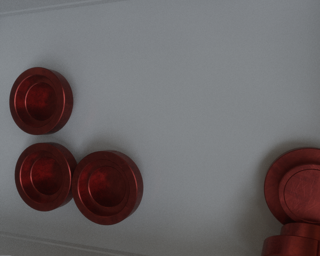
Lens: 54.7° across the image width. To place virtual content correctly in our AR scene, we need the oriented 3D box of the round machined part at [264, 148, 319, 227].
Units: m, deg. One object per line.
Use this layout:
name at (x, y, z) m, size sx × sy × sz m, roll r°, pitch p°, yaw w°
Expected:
round machined part at (0.167, 0.071, 0.342) m, size 0.098 × 0.042 × 0.097 m, roll 0°, pitch 90°, yaw 20°

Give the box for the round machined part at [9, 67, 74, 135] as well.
round machined part at (-0.170, -0.038, 0.462) m, size 0.098 × 0.042 × 0.097 m, roll 0°, pitch 90°, yaw 20°

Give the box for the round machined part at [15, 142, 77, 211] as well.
round machined part at (-0.161, 0.070, 0.458) m, size 0.098 × 0.042 × 0.097 m, roll 0°, pitch 90°, yaw 20°

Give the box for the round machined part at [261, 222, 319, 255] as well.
round machined part at (0.160, 0.134, 0.325) m, size 0.098 × 0.098 × 0.042 m, roll 13°, pitch 57°, yaw 19°

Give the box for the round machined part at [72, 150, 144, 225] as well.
round machined part at (-0.068, 0.079, 0.425) m, size 0.098 × 0.042 × 0.097 m, roll 0°, pitch 90°, yaw 20°
